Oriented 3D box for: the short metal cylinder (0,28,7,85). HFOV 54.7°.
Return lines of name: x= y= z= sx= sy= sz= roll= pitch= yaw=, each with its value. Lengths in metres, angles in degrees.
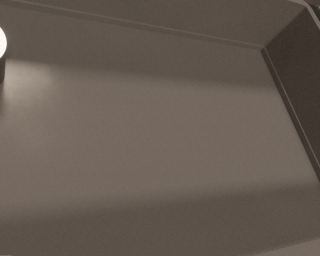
short metal cylinder: x=-0.207 y=-0.078 z=0.326 sx=0.081 sy=0.050 sz=0.080 roll=14 pitch=56 yaw=-21
